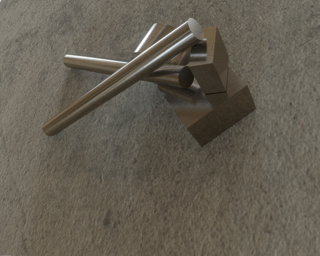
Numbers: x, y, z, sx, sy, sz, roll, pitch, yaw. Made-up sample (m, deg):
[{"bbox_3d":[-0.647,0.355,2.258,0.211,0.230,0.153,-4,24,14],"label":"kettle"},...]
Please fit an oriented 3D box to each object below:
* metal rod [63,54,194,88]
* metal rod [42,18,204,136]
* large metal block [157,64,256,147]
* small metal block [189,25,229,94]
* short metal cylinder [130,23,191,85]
[{"bbox_3d":[-0.068,-0.090,0.458,0.300,0.025,0.025,19,71,47],"label":"metal rod"},{"bbox_3d":[-0.070,-0.049,0.402,0.299,0.025,0.025,-25,50,38],"label":"metal rod"},{"bbox_3d":[0.056,-0.038,0.380,0.080,0.050,0.080,-36,51,5],"label":"large metal block"},{"bbox_3d":[0.055,-0.073,0.336,0.025,0.050,0.050,-4,60,26],"label":"small metal block"},{"bbox_3d":[0.007,-0.096,0.426,0.080,0.080,0.050,23,74,36],"label":"short metal cylinder"}]
